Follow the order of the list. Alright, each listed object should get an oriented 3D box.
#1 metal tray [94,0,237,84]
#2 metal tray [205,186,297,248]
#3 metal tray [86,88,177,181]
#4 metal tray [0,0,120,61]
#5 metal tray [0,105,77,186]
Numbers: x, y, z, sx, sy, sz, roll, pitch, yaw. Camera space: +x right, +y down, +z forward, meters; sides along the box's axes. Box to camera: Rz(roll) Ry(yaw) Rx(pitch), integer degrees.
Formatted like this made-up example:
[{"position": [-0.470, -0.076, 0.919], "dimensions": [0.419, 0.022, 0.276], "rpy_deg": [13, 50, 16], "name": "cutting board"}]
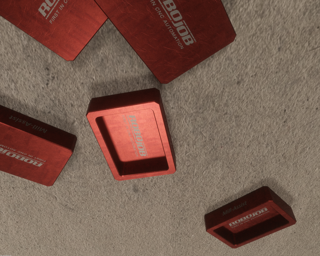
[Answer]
[{"position": [0.005, -0.110, 0.284], "dimensions": [0.090, 0.030, 0.130], "rpy_deg": [-32, 136, 12], "name": "metal tray"}, {"position": [0.156, 0.160, 0.542], "dimensions": [0.130, 0.030, 0.090], "rpy_deg": [-35, 123, 25], "name": "metal tray"}, {"position": [-0.033, 0.014, 0.414], "dimensions": [0.090, 0.030, 0.129], "rpy_deg": [-9, 130, 7], "name": "metal tray"}, {"position": [-0.084, -0.136, 0.287], "dimensions": [0.090, 0.030, 0.130], "rpy_deg": [34, 122, -26], "name": "metal tray"}, {"position": [-0.193, 0.024, 0.422], "dimensions": [0.131, 0.030, 0.089], "rpy_deg": [25, 126, -20], "name": "metal tray"}]
